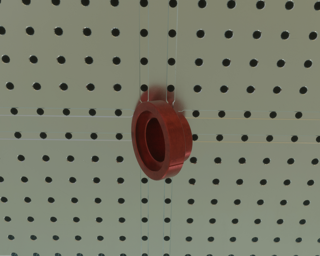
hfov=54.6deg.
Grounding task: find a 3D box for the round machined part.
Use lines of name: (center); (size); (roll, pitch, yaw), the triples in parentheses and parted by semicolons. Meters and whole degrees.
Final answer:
round machined part: (0.004, 0.014, 0.390); (0.042, 0.098, 0.097); (-9, 114, -30)
